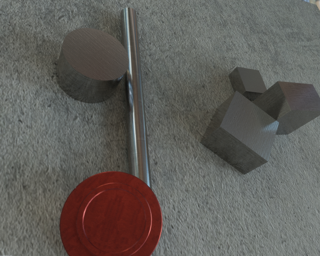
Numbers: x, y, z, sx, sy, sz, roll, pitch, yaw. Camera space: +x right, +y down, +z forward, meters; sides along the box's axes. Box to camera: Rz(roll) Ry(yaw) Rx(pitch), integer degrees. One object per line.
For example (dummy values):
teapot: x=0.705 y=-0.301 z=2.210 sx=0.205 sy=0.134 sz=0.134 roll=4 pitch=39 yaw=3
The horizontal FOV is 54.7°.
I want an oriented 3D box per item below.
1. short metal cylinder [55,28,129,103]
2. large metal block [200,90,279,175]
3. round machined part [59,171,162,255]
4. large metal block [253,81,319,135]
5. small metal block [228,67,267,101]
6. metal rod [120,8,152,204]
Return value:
short metal cylinder: x=-0.086 y=-0.078 z=0.390 sx=0.081 sy=0.050 sz=0.080 roll=14 pitch=56 yaw=-21
large metal block: x=0.117 y=0.006 z=0.449 sx=0.080 sy=0.050 sz=0.080 roll=36 pitch=51 yaw=-5
round machined part: x=-0.045 y=0.090 z=0.299 sx=0.099 sy=0.042 sz=0.098 roll=5 pitch=70 yaw=-12
large metal block: x=0.198 y=-0.029 z=0.495 sx=0.081 sy=0.080 sz=0.050 roll=-1 pitch=62 yaw=-29
small metal block: x=0.152 y=-0.075 z=0.534 sx=0.050 sy=0.025 sz=0.050 roll=2 pitch=61 yaw=-27
metal rod: x=-0.035 y=-0.049 z=0.416 sx=0.025 sy=0.025 sz=0.299 roll=8 pitch=58 yaw=-25
